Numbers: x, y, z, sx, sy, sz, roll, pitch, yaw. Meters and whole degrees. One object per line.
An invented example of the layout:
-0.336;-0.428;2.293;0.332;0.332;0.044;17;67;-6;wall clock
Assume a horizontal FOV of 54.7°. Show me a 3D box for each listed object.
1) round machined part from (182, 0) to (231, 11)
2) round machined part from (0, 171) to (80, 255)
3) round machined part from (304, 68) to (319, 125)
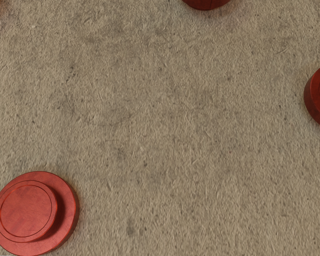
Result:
0.070;-0.223;0.481;0.099;0.042;0.098;0;70;0;round machined part
-0.148;0.098;0.362;0.099;0.042;0.098;0;70;0;round machined part
0.241;-0.037;0.414;0.099;0.042;0.098;0;70;0;round machined part
